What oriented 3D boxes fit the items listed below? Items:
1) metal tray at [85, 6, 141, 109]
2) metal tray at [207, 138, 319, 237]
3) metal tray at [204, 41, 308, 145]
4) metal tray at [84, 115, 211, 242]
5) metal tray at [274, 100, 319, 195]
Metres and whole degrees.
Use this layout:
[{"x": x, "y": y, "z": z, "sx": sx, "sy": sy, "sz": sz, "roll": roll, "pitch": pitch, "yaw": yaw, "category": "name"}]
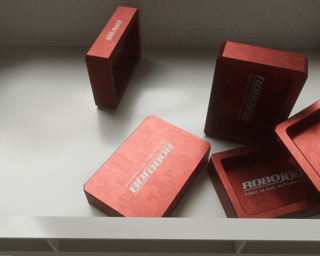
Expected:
[{"x": -0.061, "y": -0.103, "z": 0.448, "sx": 0.030, "sy": 0.089, "sz": 0.130, "roll": 11, "pitch": 51, "yaw": 9, "category": "metal tray"}, {"x": 0.131, "y": 0.060, "z": 0.352, "sx": 0.131, "sy": 0.030, "sz": 0.090, "roll": -12, "pitch": 51, "yaw": -10, "category": "metal tray"}, {"x": 0.106, "y": -0.032, "z": 0.365, "sx": 0.090, "sy": 0.129, "sz": 0.030, "roll": 14, "pitch": 51, "yaw": 11, "category": "metal tray"}, {"x": -0.011, "y": 0.051, "z": 0.359, "sx": 0.090, "sy": 0.030, "sz": 0.131, "roll": 27, "pitch": 55, "yaw": 20, "category": "metal tray"}, {"x": 0.201, "y": 0.004, "z": 0.319, "sx": 0.130, "sy": 0.030, "sz": 0.090, "roll": -34, "pitch": 51, "yaw": 14, "category": "metal tray"}]
